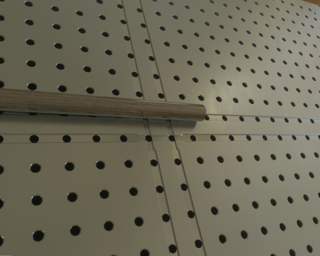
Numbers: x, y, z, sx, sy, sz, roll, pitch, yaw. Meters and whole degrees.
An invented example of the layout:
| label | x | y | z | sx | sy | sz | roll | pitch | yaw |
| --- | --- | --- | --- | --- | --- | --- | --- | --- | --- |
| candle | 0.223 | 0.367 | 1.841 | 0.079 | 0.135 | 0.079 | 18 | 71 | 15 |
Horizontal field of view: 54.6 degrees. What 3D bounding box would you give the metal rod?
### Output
| label | x | y | z | sx | sy | sz | roll | pitch | yaw |
| --- | --- | --- | --- | --- | --- | --- | --- | --- | --- |
| metal rod | -0.074 | -0.027 | 0.384 | 0.302 | 0.025 | 0.025 | 2 | 61 | -27 |
